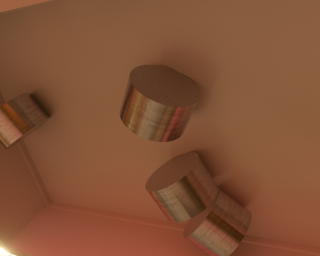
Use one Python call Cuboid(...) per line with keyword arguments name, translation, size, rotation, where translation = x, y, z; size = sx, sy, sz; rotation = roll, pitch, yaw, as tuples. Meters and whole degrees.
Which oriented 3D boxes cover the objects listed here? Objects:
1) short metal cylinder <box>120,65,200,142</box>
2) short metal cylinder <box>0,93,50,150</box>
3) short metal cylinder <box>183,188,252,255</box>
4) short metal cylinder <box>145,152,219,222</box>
Cuboid(name="short metal cylinder", translation=(-0.001, -0.030, 0.354), size=(0.080, 0.080, 0.050), rotation=(28, 128, 10))
Cuboid(name="short metal cylinder", translation=(-0.221, -0.011, 0.480), size=(0.080, 0.080, 0.050), rotation=(-30, 102, 37))
Cuboid(name="short metal cylinder", translation=(0.075, 0.127, 0.411), size=(0.050, 0.080, 0.080), rotation=(37, 129, 3))
Cuboid(name="short metal cylinder", translation=(0.028, 0.075, 0.404), size=(0.080, 0.080, 0.050), rotation=(-24, 106, 36))
